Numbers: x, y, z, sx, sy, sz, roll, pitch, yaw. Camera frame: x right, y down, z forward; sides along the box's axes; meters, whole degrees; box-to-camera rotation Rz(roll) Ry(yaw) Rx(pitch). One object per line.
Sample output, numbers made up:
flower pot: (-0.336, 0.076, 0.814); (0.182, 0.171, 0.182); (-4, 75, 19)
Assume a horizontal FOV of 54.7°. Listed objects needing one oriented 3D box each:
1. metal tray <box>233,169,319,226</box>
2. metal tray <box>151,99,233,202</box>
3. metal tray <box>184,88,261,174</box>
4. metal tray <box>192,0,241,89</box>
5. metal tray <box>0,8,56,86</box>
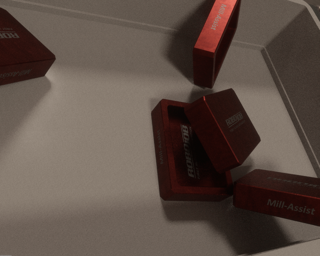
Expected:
metal tray: (0.165, 0.081, 0.369); (0.091, 0.130, 0.030); (-8, 101, -56)
metal tray: (0.041, 0.029, 0.408); (0.091, 0.030, 0.130); (8, 58, -25)
metal tray: (0.089, -0.003, 0.413); (0.090, 0.030, 0.131); (62, 30, 3)
metal tray: (0.087, -0.137, 0.471); (0.030, 0.090, 0.130); (19, 70, 15)
metal tray: (-0.182, -0.086, 0.319); (0.090, 0.030, 0.130); (43, 23, 0)
